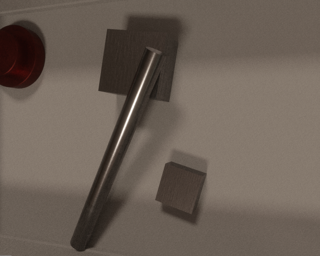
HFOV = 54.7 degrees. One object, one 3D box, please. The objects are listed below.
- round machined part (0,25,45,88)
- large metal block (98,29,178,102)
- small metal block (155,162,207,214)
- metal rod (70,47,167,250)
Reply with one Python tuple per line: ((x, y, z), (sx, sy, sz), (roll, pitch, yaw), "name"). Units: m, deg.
((-0.233, -0.112, 0.482), (0.098, 0.042, 0.097), (0, 90, 19), "round machined part")
((-0.027, -0.080, 0.406), (0.080, 0.050, 0.079), (10, 93, 19), "large metal block")
((0.027, 0.076, 0.400), (0.050, 0.025, 0.050), (17, 96, 18), "small metal block")
((-0.061, 0.041, 0.398), (0.025, 0.025, 0.298), (31, 112, 17), "metal rod")
